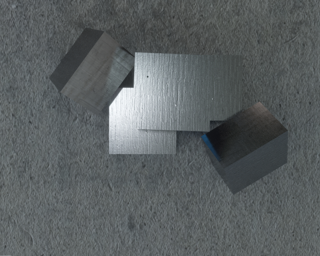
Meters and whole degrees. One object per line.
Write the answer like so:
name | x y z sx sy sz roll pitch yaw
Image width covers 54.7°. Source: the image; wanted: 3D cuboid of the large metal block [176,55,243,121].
large metal block | 0.060 -0.049 0.400 0.081 0.050 0.079 0 90 -1

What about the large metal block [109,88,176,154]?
large metal block | -0.021 -0.009 0.396 0.081 0.050 0.079 0 90 -1

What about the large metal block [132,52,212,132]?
large metal block | 0.013 -0.038 0.347 0.081 0.050 0.079 2 90 -1

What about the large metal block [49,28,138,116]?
large metal block | -0.083 -0.071 0.376 0.050 0.080 0.080 36 90 -33

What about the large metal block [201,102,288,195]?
large metal block | 0.105 0.027 0.378 0.080 0.080 0.050 -31 52 0
